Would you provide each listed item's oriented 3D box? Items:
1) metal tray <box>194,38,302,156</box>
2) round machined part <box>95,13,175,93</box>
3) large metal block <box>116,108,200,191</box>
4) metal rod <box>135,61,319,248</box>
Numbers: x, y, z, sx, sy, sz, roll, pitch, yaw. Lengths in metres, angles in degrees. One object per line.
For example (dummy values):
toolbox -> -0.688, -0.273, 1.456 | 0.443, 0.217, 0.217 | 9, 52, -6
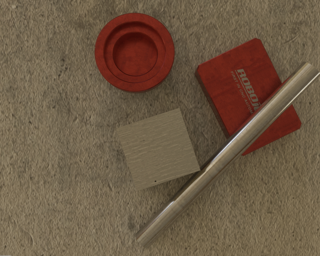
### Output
metal tray -> 0.114, -0.040, 0.409 | 0.090, 0.030, 0.129 | -26, 90, -1
round machined part -> -0.031, -0.093, 0.401 | 0.099, 0.042, 0.097 | 0, 90, -1
large metal block -> -0.002, 0.026, 0.398 | 0.080, 0.050, 0.080 | -18, 90, -1
metal rod -> 0.076, 0.040, 0.385 | 0.025, 0.025, 0.299 | 42, 100, -1
